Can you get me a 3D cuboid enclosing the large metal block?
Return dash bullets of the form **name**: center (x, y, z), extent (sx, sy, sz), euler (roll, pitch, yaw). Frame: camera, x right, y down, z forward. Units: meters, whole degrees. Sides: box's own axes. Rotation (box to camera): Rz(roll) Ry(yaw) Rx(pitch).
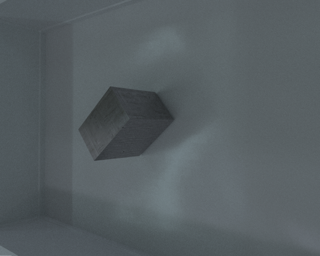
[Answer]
- **large metal block**: center (-0.044, -0.004, 0.401), extent (0.080, 0.081, 0.050), euler (-47, 62, 29)
